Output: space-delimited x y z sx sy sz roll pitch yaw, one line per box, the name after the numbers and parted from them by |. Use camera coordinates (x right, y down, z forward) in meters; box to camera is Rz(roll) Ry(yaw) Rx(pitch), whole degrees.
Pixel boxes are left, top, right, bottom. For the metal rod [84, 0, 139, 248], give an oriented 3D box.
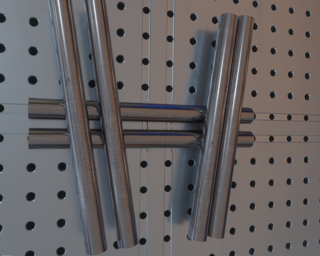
-0.057 -0.009 0.365 0.025 0.025 0.298 -8 93 -20 | metal rod

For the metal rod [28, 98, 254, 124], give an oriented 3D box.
-0.009 -0.020 0.409 0.302 0.025 0.025 1 90 -20 | metal rod

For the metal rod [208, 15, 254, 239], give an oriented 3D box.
0.096 -0.004 0.422 0.025 0.025 0.299 10 87 -20 | metal rod

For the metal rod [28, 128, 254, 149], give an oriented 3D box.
-0.009 0.015 0.410 0.302 0.025 0.025 1 90 -20 | metal rod

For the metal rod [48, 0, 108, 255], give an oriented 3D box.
-0.093 -0.006 0.352 0.025 0.025 0.298 -9 93 -20 | metal rod

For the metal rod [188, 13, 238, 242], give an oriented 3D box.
0.071 -0.003 0.413 0.025 0.025 0.299 10 87 -20 | metal rod
